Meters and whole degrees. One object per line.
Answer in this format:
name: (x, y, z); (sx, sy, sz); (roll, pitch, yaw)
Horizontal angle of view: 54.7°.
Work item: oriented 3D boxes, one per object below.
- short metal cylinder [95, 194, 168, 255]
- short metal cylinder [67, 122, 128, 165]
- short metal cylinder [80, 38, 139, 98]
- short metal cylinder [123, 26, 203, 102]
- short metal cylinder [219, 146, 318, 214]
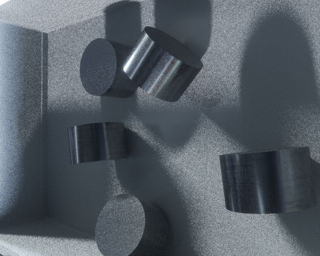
short metal cylinder: (-0.037, 0.131, 0.402); (0.080, 0.050, 0.080); (-18, 55, 29)
short metal cylinder: (-0.089, 0.023, 0.445); (0.080, 0.081, 0.050); (-12, 83, 39)
short metal cylinder: (-0.071, -0.085, 0.450); (0.080, 0.050, 0.080); (0, 90, 40)
short metal cylinder: (0.004, -0.076, 0.368); (0.080, 0.081, 0.050); (51, 120, 28)
short metal cylinder: (0.099, 0.046, 0.289); (0.080, 0.081, 0.050); (-10, 84, 39)
